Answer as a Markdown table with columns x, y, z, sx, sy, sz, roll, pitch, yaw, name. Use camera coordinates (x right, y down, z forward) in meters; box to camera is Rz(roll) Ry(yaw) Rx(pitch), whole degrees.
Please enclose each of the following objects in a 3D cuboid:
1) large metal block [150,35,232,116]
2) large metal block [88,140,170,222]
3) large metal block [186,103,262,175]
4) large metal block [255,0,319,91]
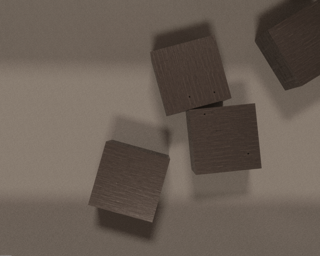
| x | y | z | sx | sy | sz | roll | pitch | yaw | name |
| --- | --- | --- | --- | --- | --- | --- | --- | --- | --- |
| 0.037 | -0.064 | 0.399 | 0.080 | 0.050 | 0.080 | -15 | 90 | -1 | large metal block |
| -0.037 | 0.065 | 0.399 | 0.080 | 0.050 | 0.080 | 16 | 90 | -1 | large metal block |
| 0.079 | 0.013 | 0.400 | 0.081 | 0.050 | 0.079 | -6 | 90 | -1 | large metal block |
| 0.186 | -0.106 | 0.401 | 0.080 | 0.050 | 0.080 | -32 | 90 | 0 | large metal block |
